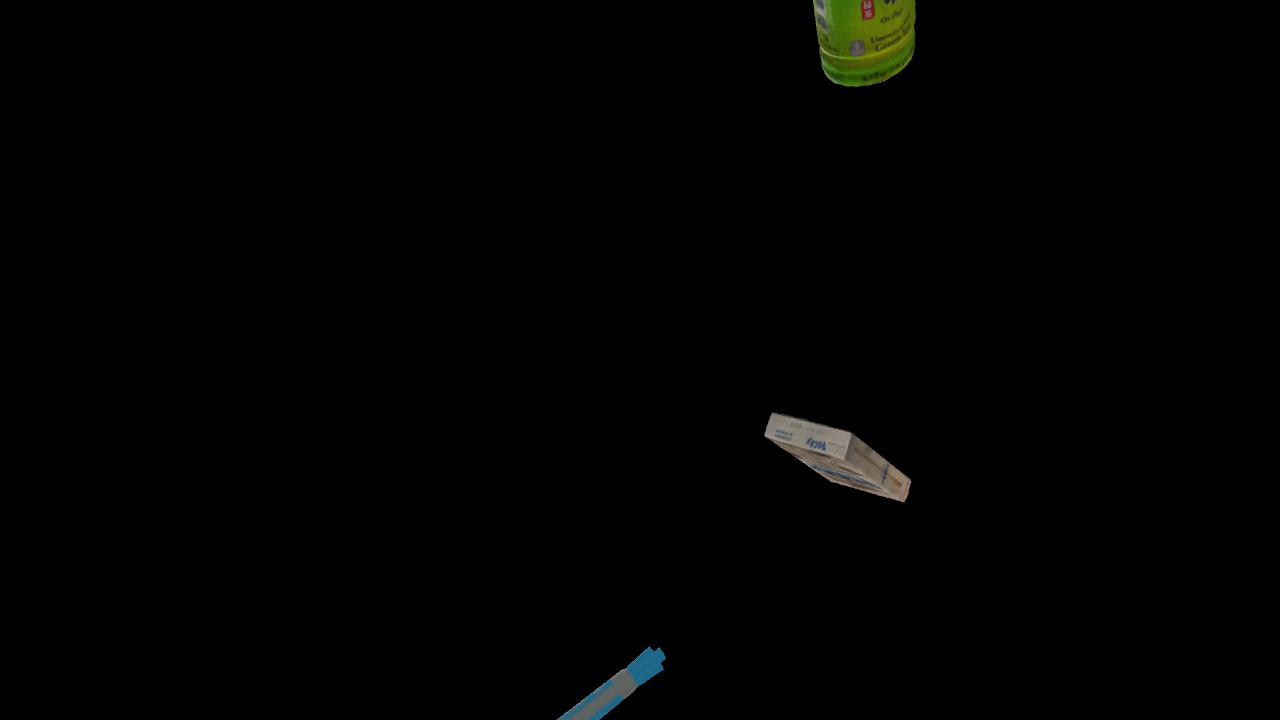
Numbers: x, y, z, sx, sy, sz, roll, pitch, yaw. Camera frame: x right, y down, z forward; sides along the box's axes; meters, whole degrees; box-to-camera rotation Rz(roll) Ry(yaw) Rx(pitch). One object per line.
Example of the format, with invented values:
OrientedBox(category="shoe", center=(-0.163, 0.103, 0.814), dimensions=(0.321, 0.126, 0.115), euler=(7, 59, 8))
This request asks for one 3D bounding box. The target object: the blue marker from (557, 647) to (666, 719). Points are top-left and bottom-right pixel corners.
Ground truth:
OrientedBox(category="blue marker", center=(-0.032, 0.249, 0.442), dimensions=(0.121, 0.020, 0.020), euler=(-31, 10, -17))

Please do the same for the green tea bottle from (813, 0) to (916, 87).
OrientedBox(category="green tea bottle", center=(0.143, -0.290, 0.405), dimensions=(0.073, 0.073, 0.212), euler=(0, -30, 26))

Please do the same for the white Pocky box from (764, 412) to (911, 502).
OrientedBox(category="white Pocky box", center=(0.190, 0.094, 0.585), dimensions=(0.084, 0.028, 0.154), euler=(11, -16, 45))
